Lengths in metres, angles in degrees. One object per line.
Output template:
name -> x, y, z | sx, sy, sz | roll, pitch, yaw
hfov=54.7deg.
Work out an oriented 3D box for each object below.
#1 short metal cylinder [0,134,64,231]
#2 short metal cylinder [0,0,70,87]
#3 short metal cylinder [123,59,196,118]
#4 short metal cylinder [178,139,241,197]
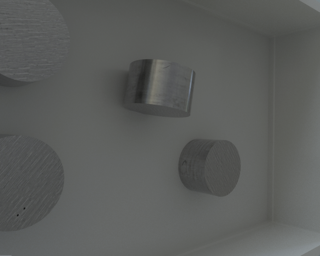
short metal cylinder -> -0.135, 0.046, 0.278 | 0.081, 0.050, 0.079 | 0, 90, -40
short metal cylinder -> -0.131, -0.079, 0.281 | 0.081, 0.050, 0.079 | 0, 90, -40
short metal cylinder -> 0.000, -0.045, 0.372 | 0.081, 0.080, 0.050 | 13, 82, -40
short metal cylinder -> 0.074, 0.057, 0.455 | 0.081, 0.050, 0.079 | 0, 90, -40
